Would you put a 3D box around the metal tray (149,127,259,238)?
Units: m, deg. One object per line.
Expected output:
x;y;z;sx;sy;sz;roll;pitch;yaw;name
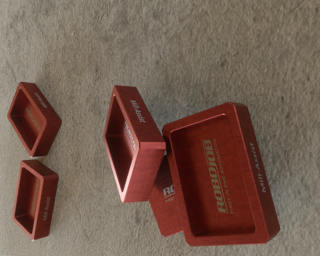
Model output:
0.041;0.066;0.366;0.130;0.030;0.090;-34;69;34;metal tray

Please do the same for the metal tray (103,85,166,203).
-0.038;0.016;0.387;0.130;0.030;0.089;-118;38;-48;metal tray

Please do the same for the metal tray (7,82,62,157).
-0.247;-0.018;0.601;0.130;0.030;0.089;46;117;29;metal tray

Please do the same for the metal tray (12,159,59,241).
-0.242;0.136;0.597;0.090;0.030;0.129;21;103;37;metal tray

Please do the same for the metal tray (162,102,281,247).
0.057;0.048;0.313;0.090;0.030;0.129;-20;78;38;metal tray
